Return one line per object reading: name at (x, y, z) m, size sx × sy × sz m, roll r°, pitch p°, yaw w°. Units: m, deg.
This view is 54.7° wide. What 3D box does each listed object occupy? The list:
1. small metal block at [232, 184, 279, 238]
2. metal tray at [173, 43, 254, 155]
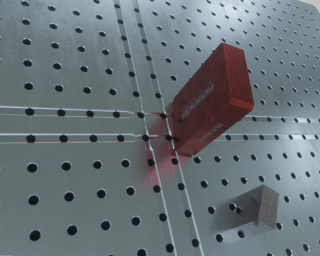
small metal block at (0.122, 0.106, 0.395) m, size 0.025 × 0.050 × 0.050 m, roll 32°, pitch 52°, yaw -9°
metal tray at (0.060, -0.032, 0.394) m, size 0.030 × 0.129 × 0.090 m, roll 14°, pitch 56°, yaw -21°
